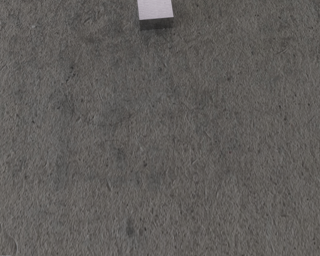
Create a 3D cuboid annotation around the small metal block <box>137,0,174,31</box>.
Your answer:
[{"bbox_3d":[-0.008,-0.179,0.473,0.050,0.025,0.050,-6,70,-2],"label":"small metal block"}]
